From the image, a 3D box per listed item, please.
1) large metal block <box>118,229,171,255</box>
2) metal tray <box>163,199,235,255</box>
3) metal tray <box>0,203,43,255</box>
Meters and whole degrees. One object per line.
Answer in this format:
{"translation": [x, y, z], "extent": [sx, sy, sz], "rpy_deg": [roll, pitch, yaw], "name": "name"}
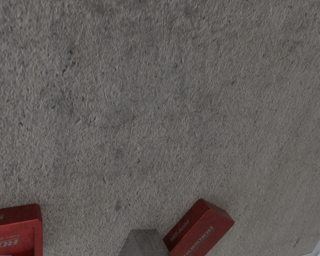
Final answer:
{"translation": [-0.025, 0.221, 0.495], "extent": [0.050, 0.080, 0.079], "rpy_deg": [12, 112, -33], "name": "large metal block"}
{"translation": [0.063, 0.196, 0.560], "extent": [0.090, 0.030, 0.130], "rpy_deg": [35, 99, -39], "name": "metal tray"}
{"translation": [-0.214, 0.145, 0.376], "extent": [0.131, 0.030, 0.089], "rpy_deg": [-4, 120, -27], "name": "metal tray"}
